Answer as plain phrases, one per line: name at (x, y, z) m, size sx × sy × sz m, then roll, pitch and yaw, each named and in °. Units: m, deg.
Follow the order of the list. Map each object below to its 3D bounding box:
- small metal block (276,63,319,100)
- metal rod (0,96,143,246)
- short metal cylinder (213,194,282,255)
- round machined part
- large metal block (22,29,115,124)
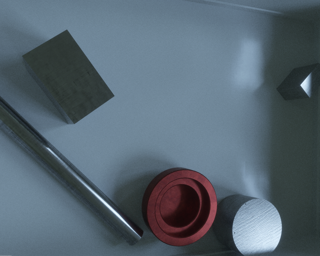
small metal block at (0.220, -0.071, 0.480) m, size 0.050 × 0.050 × 0.025 m, roll -46°, pitch 105°, yaw -14°
metal rod at (-0.129, 0.035, 0.363) m, size 0.025 × 0.025 × 0.300 m, roll -46°, pitch 105°, yaw -14°
short metal cylinder at (0.124, 0.138, 0.441) m, size 0.081 × 0.050 × 0.080 m, roll 2°, pitch 84°, yaw -20°
round machined part at (0.023, 0.101, 0.411) m, size 0.099 × 0.042 × 0.097 m, roll 0°, pitch 90°, yaw -21°
large metal block at (-0.102, -0.051, 0.344) m, size 0.050 × 0.080 × 0.080 m, roll -38°, pitch 103°, yaw -16°
